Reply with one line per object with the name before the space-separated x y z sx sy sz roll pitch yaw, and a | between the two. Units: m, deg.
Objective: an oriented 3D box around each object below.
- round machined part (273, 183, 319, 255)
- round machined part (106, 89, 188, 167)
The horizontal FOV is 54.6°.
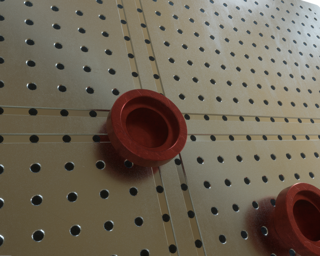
round machined part | 0.196 0.128 0.424 0.099 0.042 0.098 13 56 -21
round machined part | -0.019 0.003 0.385 0.099 0.042 0.098 13 56 -21
